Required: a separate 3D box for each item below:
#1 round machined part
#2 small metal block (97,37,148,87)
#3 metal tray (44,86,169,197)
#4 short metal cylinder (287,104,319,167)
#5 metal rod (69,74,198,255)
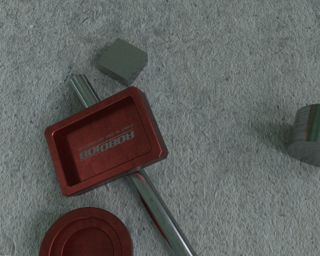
[{"bbox_3d":[-0.079,0.141,0.347,0.099,0.042,0.098,0,70,-1],"label":"round machined part"},{"bbox_3d":[-0.052,-0.093,0.442,0.050,0.025,0.050,31,73,10],"label":"small metal block"},{"bbox_3d":[-0.066,0.018,0.373,0.130,0.030,0.090,-24,75,11],"label":"metal tray"},{"bbox_3d":[0.203,0.012,0.377,0.080,0.080,0.050,19,71,6],"label":"short metal cylinder"},{"bbox_3d":[-0.035,0.053,0.388,0.025,0.025,0.299,-31,73,-11],"label":"metal rod"}]
